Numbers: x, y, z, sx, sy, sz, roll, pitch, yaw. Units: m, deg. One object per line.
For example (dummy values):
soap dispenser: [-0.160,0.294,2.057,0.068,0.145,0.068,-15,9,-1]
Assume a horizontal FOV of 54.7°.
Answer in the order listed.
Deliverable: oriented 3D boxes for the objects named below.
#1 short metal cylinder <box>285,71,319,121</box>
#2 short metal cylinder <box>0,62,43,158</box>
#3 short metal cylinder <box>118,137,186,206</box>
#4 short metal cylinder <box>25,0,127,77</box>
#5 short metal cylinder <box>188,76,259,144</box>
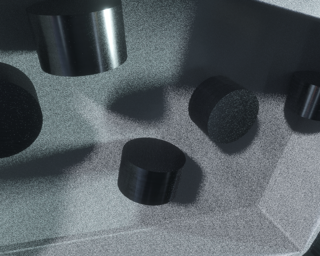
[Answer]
short metal cylinder: [0.239,-0.050,0.472,0.081,0.080,0.050,-8,122,-25]
short metal cylinder: [-0.158,-0.018,0.295,0.081,0.050,0.079,-14,124,-21]
short metal cylinder: [-0.012,0.054,0.400,0.081,0.080,0.050,-3,120,-27]
short metal cylinder: [-0.072,-0.086,0.280,0.081,0.080,0.050,-16,125,-19]
short metal cylinder: [0.086,-0.025,0.424,0.081,0.050,0.079,-14,124,-21]
